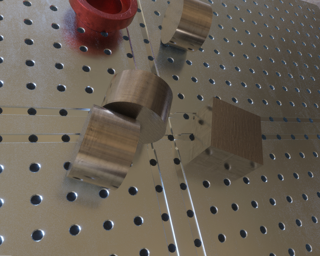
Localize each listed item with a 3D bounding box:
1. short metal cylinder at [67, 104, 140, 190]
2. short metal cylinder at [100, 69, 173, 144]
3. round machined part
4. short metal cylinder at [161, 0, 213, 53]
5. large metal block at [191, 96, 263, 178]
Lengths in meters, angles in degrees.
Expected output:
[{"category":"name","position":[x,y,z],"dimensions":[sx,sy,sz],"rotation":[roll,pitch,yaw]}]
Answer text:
[{"category":"short metal cylinder","position":[-0.060,0.020,0.328],"dimensions":[0.050,0.080,0.080],"rotation":[21,54,-16]},{"category":"short metal cylinder","position":[-0.028,-0.024,0.372],"dimensions":[0.080,0.080,0.050],"rotation":[23,53,-14]},{"category":"round machined part","position":[-0.087,-0.182,0.462],"dimensions":[0.099,0.042,0.098],"rotation":[14,56,-21]},{"category":"short metal cylinder","position":[0.041,-0.167,0.497],"dimensions":[0.050,0.080,0.080],"rotation":[12,57,-22]},{"category":"large metal block","position":[0.094,0.014,0.434],"dimensions":[0.080,0.050,0.080],"rotation":[21,54,-16]}]
